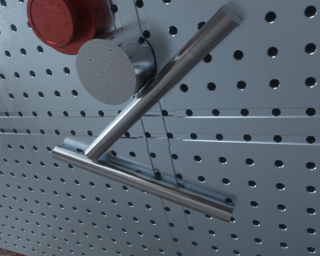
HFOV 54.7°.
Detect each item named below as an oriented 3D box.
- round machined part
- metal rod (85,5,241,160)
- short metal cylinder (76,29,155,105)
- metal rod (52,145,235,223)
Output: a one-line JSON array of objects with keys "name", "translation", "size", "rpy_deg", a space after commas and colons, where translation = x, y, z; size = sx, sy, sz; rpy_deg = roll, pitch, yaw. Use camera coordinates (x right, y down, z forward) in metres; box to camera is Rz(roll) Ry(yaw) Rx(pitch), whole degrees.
[{"name": "round machined part", "translation": [-0.121, -0.136, 0.378], "size": [0.098, 0.042, 0.097], "rpy_deg": [13, 124, 20]}, {"name": "metal rod", "translation": [-0.018, -0.036, 0.397], "size": [0.025, 0.025, 0.299], "rpy_deg": [46, 129, -4]}, {"name": "short metal cylinder", "translation": [-0.053, -0.074, 0.375], "size": [0.080, 0.050, 0.079], "rpy_deg": [13, 124, 20]}, {"name": "metal rod", "translation": [-0.037, 0.080, 0.478], "size": [0.301, 0.025, 0.025], "rpy_deg": [16, 125, 18]}]
